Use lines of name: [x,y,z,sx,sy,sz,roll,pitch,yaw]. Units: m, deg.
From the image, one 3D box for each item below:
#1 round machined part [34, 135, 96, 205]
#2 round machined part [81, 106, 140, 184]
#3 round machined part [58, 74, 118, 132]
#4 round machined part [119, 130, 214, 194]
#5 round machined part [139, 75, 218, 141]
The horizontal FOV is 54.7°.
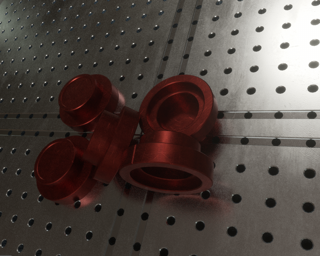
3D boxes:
round machined part: [-0.135,0.053,0.433,0.098,0.042,0.098,-13,56,20]
round machined part: [-0.064,0.016,0.384,0.097,0.042,0.098,-61,12,23]
round machined part: [-0.118,-0.046,0.486,0.098,0.042,0.098,-13,56,20]
round machined part: [0.008,0.036,0.334,0.098,0.098,0.042,-6,59,25]
round machined part: [0.026,-0.016,0.393,0.098,0.042,0.098,-13,57,20]
